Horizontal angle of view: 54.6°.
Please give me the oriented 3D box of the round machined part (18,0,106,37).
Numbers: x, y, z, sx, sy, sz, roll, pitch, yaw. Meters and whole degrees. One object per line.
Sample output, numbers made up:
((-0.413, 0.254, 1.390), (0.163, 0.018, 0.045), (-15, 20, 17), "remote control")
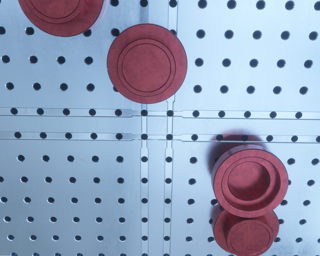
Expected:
((-0.112, -0.152, 0.347), (0.099, 0.042, 0.097), (0, 110, 0), "round machined part")

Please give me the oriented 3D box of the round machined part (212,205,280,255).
((0.129, 0.152, 0.461), (0.099, 0.042, 0.097), (0, 110, 0), "round machined part")

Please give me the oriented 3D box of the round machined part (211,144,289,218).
((0.120, 0.069, 0.426), (0.099, 0.042, 0.097), (0, 103, 1), "round machined part")

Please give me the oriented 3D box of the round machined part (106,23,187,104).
((-0.016, -0.076, 0.376), (0.099, 0.042, 0.097), (0, 110, 0), "round machined part")
